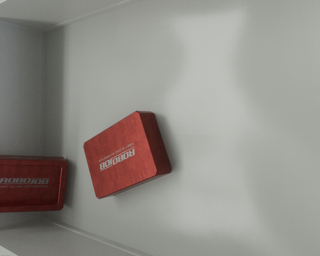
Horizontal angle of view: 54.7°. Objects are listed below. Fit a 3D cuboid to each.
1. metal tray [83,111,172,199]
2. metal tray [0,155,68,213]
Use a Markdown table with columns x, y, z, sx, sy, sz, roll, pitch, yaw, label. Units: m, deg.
| x | y | z | sx | sy | sz | roll | pitch | yaw | label |
| --- | --- | --- | --- | --- | --- | --- | --- | --- | --- |
| -0.052 | 0.041 | 0.444 | 0.130 | 0.030 | 0.090 | -28 | 73 | 36 | metal tray |
| -0.229 | 0.094 | 0.524 | 0.030 | 0.131 | 0.089 | -159 | 75 | -65 | metal tray |
